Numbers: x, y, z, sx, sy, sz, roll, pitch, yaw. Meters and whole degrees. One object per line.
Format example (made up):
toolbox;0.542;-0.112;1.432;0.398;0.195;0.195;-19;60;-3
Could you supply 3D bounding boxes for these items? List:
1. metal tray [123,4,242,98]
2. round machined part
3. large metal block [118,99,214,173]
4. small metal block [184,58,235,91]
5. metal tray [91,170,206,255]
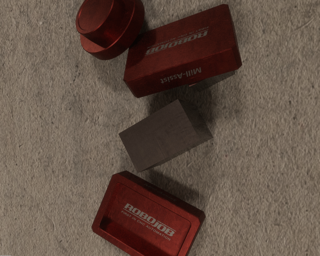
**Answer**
metal tray;0.025;-0.092;0.370;0.130;0.030;0.090;-14;47;19
round machined part;-0.071;-0.142;0.405;0.098;0.042;0.098;-14;65;32
large metal block;0.011;0.009;0.375;0.080;0.080;0.050;-30;81;17
small metal block;0.059;-0.069;0.374;0.050;0.050;0.025;-26;81;18
metal tray;-0.017;0.125;0.411;0.130;0.030;0.089;25;98;17
